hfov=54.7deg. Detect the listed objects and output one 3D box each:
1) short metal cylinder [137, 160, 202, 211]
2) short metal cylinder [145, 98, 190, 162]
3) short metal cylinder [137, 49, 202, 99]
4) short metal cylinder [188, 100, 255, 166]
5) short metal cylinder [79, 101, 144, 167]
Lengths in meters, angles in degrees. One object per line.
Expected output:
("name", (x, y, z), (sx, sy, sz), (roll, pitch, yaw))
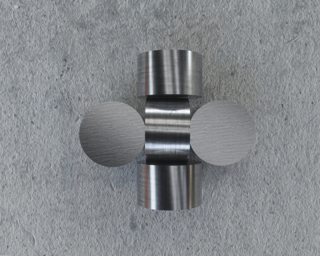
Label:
("short metal cylinder", (0.012, 0.067, 0.384), (0.081, 0.080, 0.050), (0, 90, 0))
("short metal cylinder", (0.009, 0.002, 0.384), (0.050, 0.080, 0.080), (0, 90, 0))
("short metal cylinder", (0.012, -0.063, 0.384), (0.081, 0.080, 0.050), (0, 90, 0))
("short metal cylinder", (0.074, 0.005, 0.399), (0.081, 0.050, 0.080), (0, 90, 0))
("short metal cylinder", (-0.057, 0.007, 0.398), (0.081, 0.050, 0.080), (0, 90, -1))
